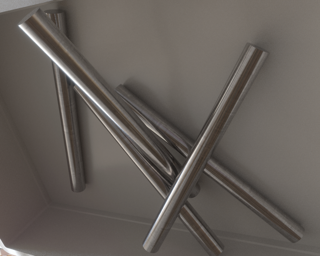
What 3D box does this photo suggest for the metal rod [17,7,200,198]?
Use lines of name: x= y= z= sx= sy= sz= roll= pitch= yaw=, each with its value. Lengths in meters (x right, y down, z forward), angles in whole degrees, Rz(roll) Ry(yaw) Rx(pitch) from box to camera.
metal rod: x=-0.033 y=-0.004 z=0.353 sx=0.025 sy=0.025 sz=0.300 roll=-13 pitch=134 yaw=33

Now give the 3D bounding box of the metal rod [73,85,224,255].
metal rod: x=-0.015 y=0.055 z=0.428 sx=0.300 sy=0.025 sz=0.025 roll=51 pitch=128 yaw=-1

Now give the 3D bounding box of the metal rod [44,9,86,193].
metal rod: x=-0.138 y=-0.020 z=0.466 sx=0.025 sy=0.025 sz=0.298 roll=15 pitch=125 yaw=19

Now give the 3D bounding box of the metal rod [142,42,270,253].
metal rod: x=0.043 y=0.043 z=0.372 sx=0.025 sy=0.025 sz=0.298 roll=29 pitch=116 yaw=9

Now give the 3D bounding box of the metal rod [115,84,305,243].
metal rod: x=0.060 y=0.045 z=0.404 sx=0.300 sy=0.025 sz=0.025 roll=38 pitch=129 yaw=1
